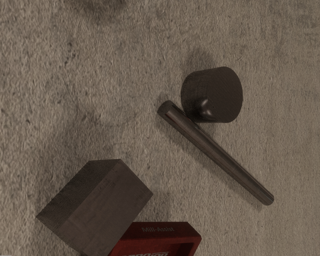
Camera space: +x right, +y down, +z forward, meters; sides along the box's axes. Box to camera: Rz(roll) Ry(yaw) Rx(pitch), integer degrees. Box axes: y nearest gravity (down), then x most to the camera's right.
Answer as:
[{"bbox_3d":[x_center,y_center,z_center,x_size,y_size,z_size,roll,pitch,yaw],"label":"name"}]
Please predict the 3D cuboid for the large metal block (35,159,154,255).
[{"bbox_3d":[-0.067,0.078,0.310,0.050,0.080,0.080,51,60,-18],"label":"large metal block"}]

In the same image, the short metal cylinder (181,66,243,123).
[{"bbox_3d":[0.077,-0.047,0.456,0.081,0.050,0.079,0,90,-40],"label":"short metal cylinder"}]

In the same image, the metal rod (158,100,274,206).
[{"bbox_3d":[0.104,0.053,0.494,0.301,0.025,0.025,39,66,-33],"label":"metal rod"}]

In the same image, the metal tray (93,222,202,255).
[{"bbox_3d":[-0.020,0.157,0.365,0.131,0.030,0.089,14,104,-40],"label":"metal tray"}]
